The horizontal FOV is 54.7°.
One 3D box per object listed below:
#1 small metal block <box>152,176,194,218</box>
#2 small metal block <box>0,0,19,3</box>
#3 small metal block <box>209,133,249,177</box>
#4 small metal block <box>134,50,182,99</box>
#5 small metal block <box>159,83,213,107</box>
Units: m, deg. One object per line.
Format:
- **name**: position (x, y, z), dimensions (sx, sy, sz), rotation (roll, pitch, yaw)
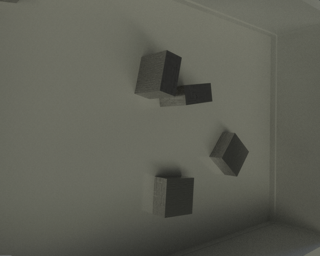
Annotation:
- **small metal block**: position (0.019, 0.092, 0.422), dimensions (0.050, 0.025, 0.050), rotation (6, 87, -40)
- **small metal block**: position (-0.155, -0.144, 0.276), dimensions (0.050, 0.025, 0.050), rotation (-9, 96, -40)
- **small metal block**: position (0.113, 0.042, 0.501), dimensions (0.050, 0.025, 0.050), rotation (48, 62, -30)
- **small metal block**: position (-0.003, -0.065, 0.388), dimensions (0.025, 0.050, 0.050), rotation (16, 80, -39)
- **small metal block**: position (0.034, -0.044, 0.419), dimensions (0.050, 0.050, 0.025), rotation (-11, 97, -40)
